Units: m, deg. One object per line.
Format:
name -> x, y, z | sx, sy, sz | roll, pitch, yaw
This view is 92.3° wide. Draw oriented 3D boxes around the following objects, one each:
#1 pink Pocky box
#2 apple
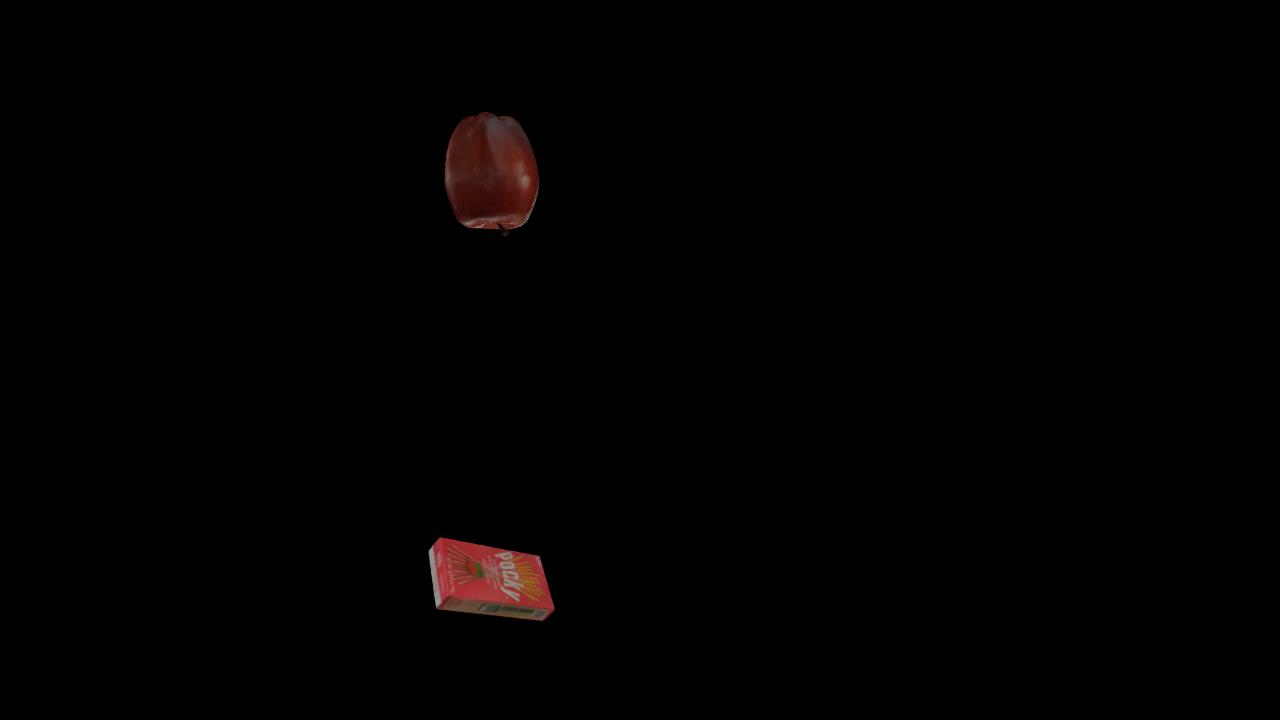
pink Pocky box -> -0.181, 0.271, 0.758 | 0.155, 0.029, 0.084 | 27, 22, -39
apple -> -0.118, -0.148, 0.498 | 0.079, 0.093, 0.079 | -5, 10, 1
